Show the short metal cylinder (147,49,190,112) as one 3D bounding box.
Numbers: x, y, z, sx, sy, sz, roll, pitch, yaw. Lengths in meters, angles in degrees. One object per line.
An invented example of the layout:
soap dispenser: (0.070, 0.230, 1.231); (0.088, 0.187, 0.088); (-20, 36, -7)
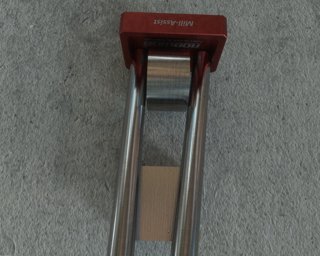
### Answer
short metal cylinder: (0.010, -0.062, 0.403); (0.050, 0.080, 0.080); (2, 70, 0)

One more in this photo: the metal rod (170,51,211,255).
metal rod: (0.039, 0.022, 0.352); (0.025, 0.025, 0.300); (8, 55, 2)

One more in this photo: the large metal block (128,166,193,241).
large metal block: (0.003, 0.089, 0.361); (0.081, 0.050, 0.080); (2, 70, 0)

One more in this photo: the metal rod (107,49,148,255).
metal rod: (-0.033, 0.019, 0.353); (0.025, 0.025, 0.300); (2, 55, 0)

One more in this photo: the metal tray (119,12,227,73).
metal tray: (0.016, -0.112, 0.416); (0.131, 0.090, 0.030); (2, 70, 0)
